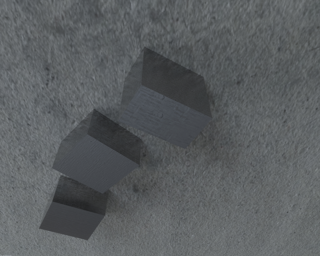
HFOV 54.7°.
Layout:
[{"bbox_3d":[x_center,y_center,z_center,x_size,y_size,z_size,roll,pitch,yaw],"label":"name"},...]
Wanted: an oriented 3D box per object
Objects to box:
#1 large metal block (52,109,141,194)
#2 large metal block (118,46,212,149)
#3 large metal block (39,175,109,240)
[{"bbox_3d":[-0.083,0.034,0.418,0.080,0.050,0.080,35,122,-26],"label":"large metal block"},{"bbox_3d":[0.005,-0.034,0.342,0.080,0.080,0.050,23,126,-19],"label":"large metal block"},{"bbox_3d":[-0.138,0.130,0.500,0.080,0.050,0.080,21,127,-18],"label":"large metal block"}]
